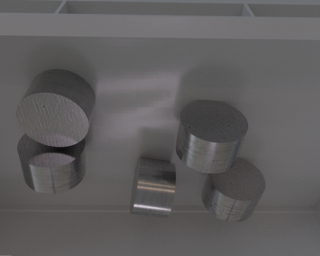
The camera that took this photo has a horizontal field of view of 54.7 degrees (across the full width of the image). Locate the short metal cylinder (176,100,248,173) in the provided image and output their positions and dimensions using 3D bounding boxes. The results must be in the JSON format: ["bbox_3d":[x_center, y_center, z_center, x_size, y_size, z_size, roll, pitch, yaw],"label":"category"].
[{"bbox_3d":[0.062,0.009,0.381,0.081,0.080,0.050,3,130,-3],"label":"short metal cylinder"}]

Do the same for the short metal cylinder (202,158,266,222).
[{"bbox_3d":[0.105,0.087,0.448,0.081,0.080,0.050,5,130,-4],"label":"short metal cylinder"}]

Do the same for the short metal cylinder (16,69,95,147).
[{"bbox_3d":[-0.122,-0.023,0.372,0.081,0.050,0.079,0,130,0],"label":"short metal cylinder"}]

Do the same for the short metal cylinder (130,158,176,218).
[{"bbox_3d":[-0.011,0.086,0.446,0.050,0.080,0.079,9,130,-8],"label":"short metal cylinder"}]

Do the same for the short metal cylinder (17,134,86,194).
[{"bbox_3d":[-0.138,0.039,0.404,0.081,0.080,0.050,6,130,-5],"label":"short metal cylinder"}]
